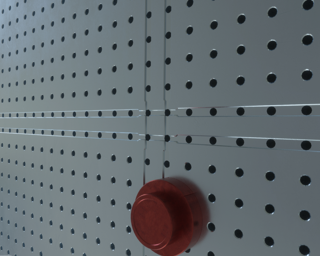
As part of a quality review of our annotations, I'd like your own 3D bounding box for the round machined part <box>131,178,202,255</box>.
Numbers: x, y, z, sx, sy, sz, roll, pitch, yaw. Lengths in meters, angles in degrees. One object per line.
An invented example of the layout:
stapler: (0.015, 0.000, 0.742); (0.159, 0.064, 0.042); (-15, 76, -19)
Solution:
round machined part: (0.001, 0.115, 0.396); (0.098, 0.042, 0.097); (0, 90, 39)
